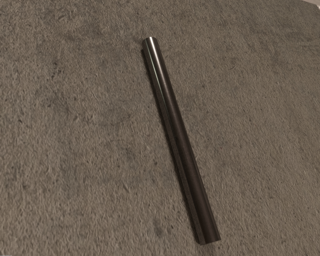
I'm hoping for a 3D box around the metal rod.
[{"bbox_3d":[0.021,0.000,0.416,0.025,0.025,0.299,-1,62,-29],"label":"metal rod"}]
